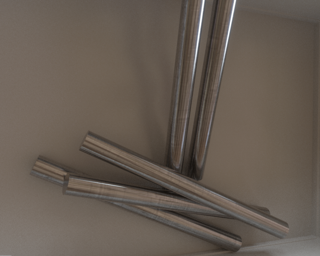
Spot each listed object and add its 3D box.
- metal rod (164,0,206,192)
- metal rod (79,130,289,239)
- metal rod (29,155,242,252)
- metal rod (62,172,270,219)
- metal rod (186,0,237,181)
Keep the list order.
[{"bbox_3d":[0.028,-0.055,0.357,0.025,0.025,0.298,-4,116,-20],"label":"metal rod"},{"bbox_3d":[0.043,0.079,0.392,0.301,0.025,0.025,27,81,-17],"label":"metal rod"},{"bbox_3d":[-0.017,0.106,0.405,0.301,0.025,0.025,26,81,-19],"label":"metal rod"},{"bbox_3d":[0.028,0.097,0.405,0.302,0.025,0.025,16,85,-26],"label":"metal rod"},{"bbox_3d":[0.062,-0.067,0.367,0.025,0.025,0.298,-4,118,-20],"label":"metal rod"}]
